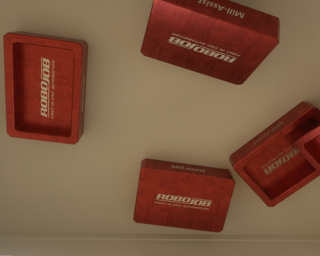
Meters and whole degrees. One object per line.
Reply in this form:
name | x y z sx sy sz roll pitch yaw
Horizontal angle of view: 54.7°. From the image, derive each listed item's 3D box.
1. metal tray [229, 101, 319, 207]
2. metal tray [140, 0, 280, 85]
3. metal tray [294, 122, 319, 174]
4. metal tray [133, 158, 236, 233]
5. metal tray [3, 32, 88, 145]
metal tray | 0.174 0.038 0.423 0.130 0.030 0.090 -40 106 13
metal tray | 0.051 -0.100 0.343 0.131 0.090 0.030 16 64 -6
metal tray | 0.228 0.018 0.344 0.030 0.129 0.090 -32 77 -30
metal tray | 0.032 0.098 0.445 0.131 0.030 0.089 8 110 -3
metal tray | -0.142 -0.048 0.389 0.091 0.030 0.129 7 110 -3
